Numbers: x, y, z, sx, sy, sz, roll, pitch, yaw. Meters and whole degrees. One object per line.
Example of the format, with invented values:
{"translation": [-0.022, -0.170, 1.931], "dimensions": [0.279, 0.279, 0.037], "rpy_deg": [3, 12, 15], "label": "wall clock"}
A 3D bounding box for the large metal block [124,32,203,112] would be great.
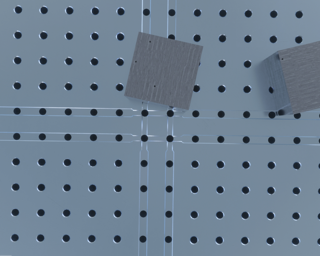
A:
{"translation": [0.005, -0.069, 0.401], "dimensions": [0.080, 0.050, 0.080], "rpy_deg": [13, 90, 0], "label": "large metal block"}

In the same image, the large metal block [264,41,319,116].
{"translation": [0.192, -0.065, 0.402], "dimensions": [0.080, 0.050, 0.080], "rpy_deg": [-14, 90, 0], "label": "large metal block"}
